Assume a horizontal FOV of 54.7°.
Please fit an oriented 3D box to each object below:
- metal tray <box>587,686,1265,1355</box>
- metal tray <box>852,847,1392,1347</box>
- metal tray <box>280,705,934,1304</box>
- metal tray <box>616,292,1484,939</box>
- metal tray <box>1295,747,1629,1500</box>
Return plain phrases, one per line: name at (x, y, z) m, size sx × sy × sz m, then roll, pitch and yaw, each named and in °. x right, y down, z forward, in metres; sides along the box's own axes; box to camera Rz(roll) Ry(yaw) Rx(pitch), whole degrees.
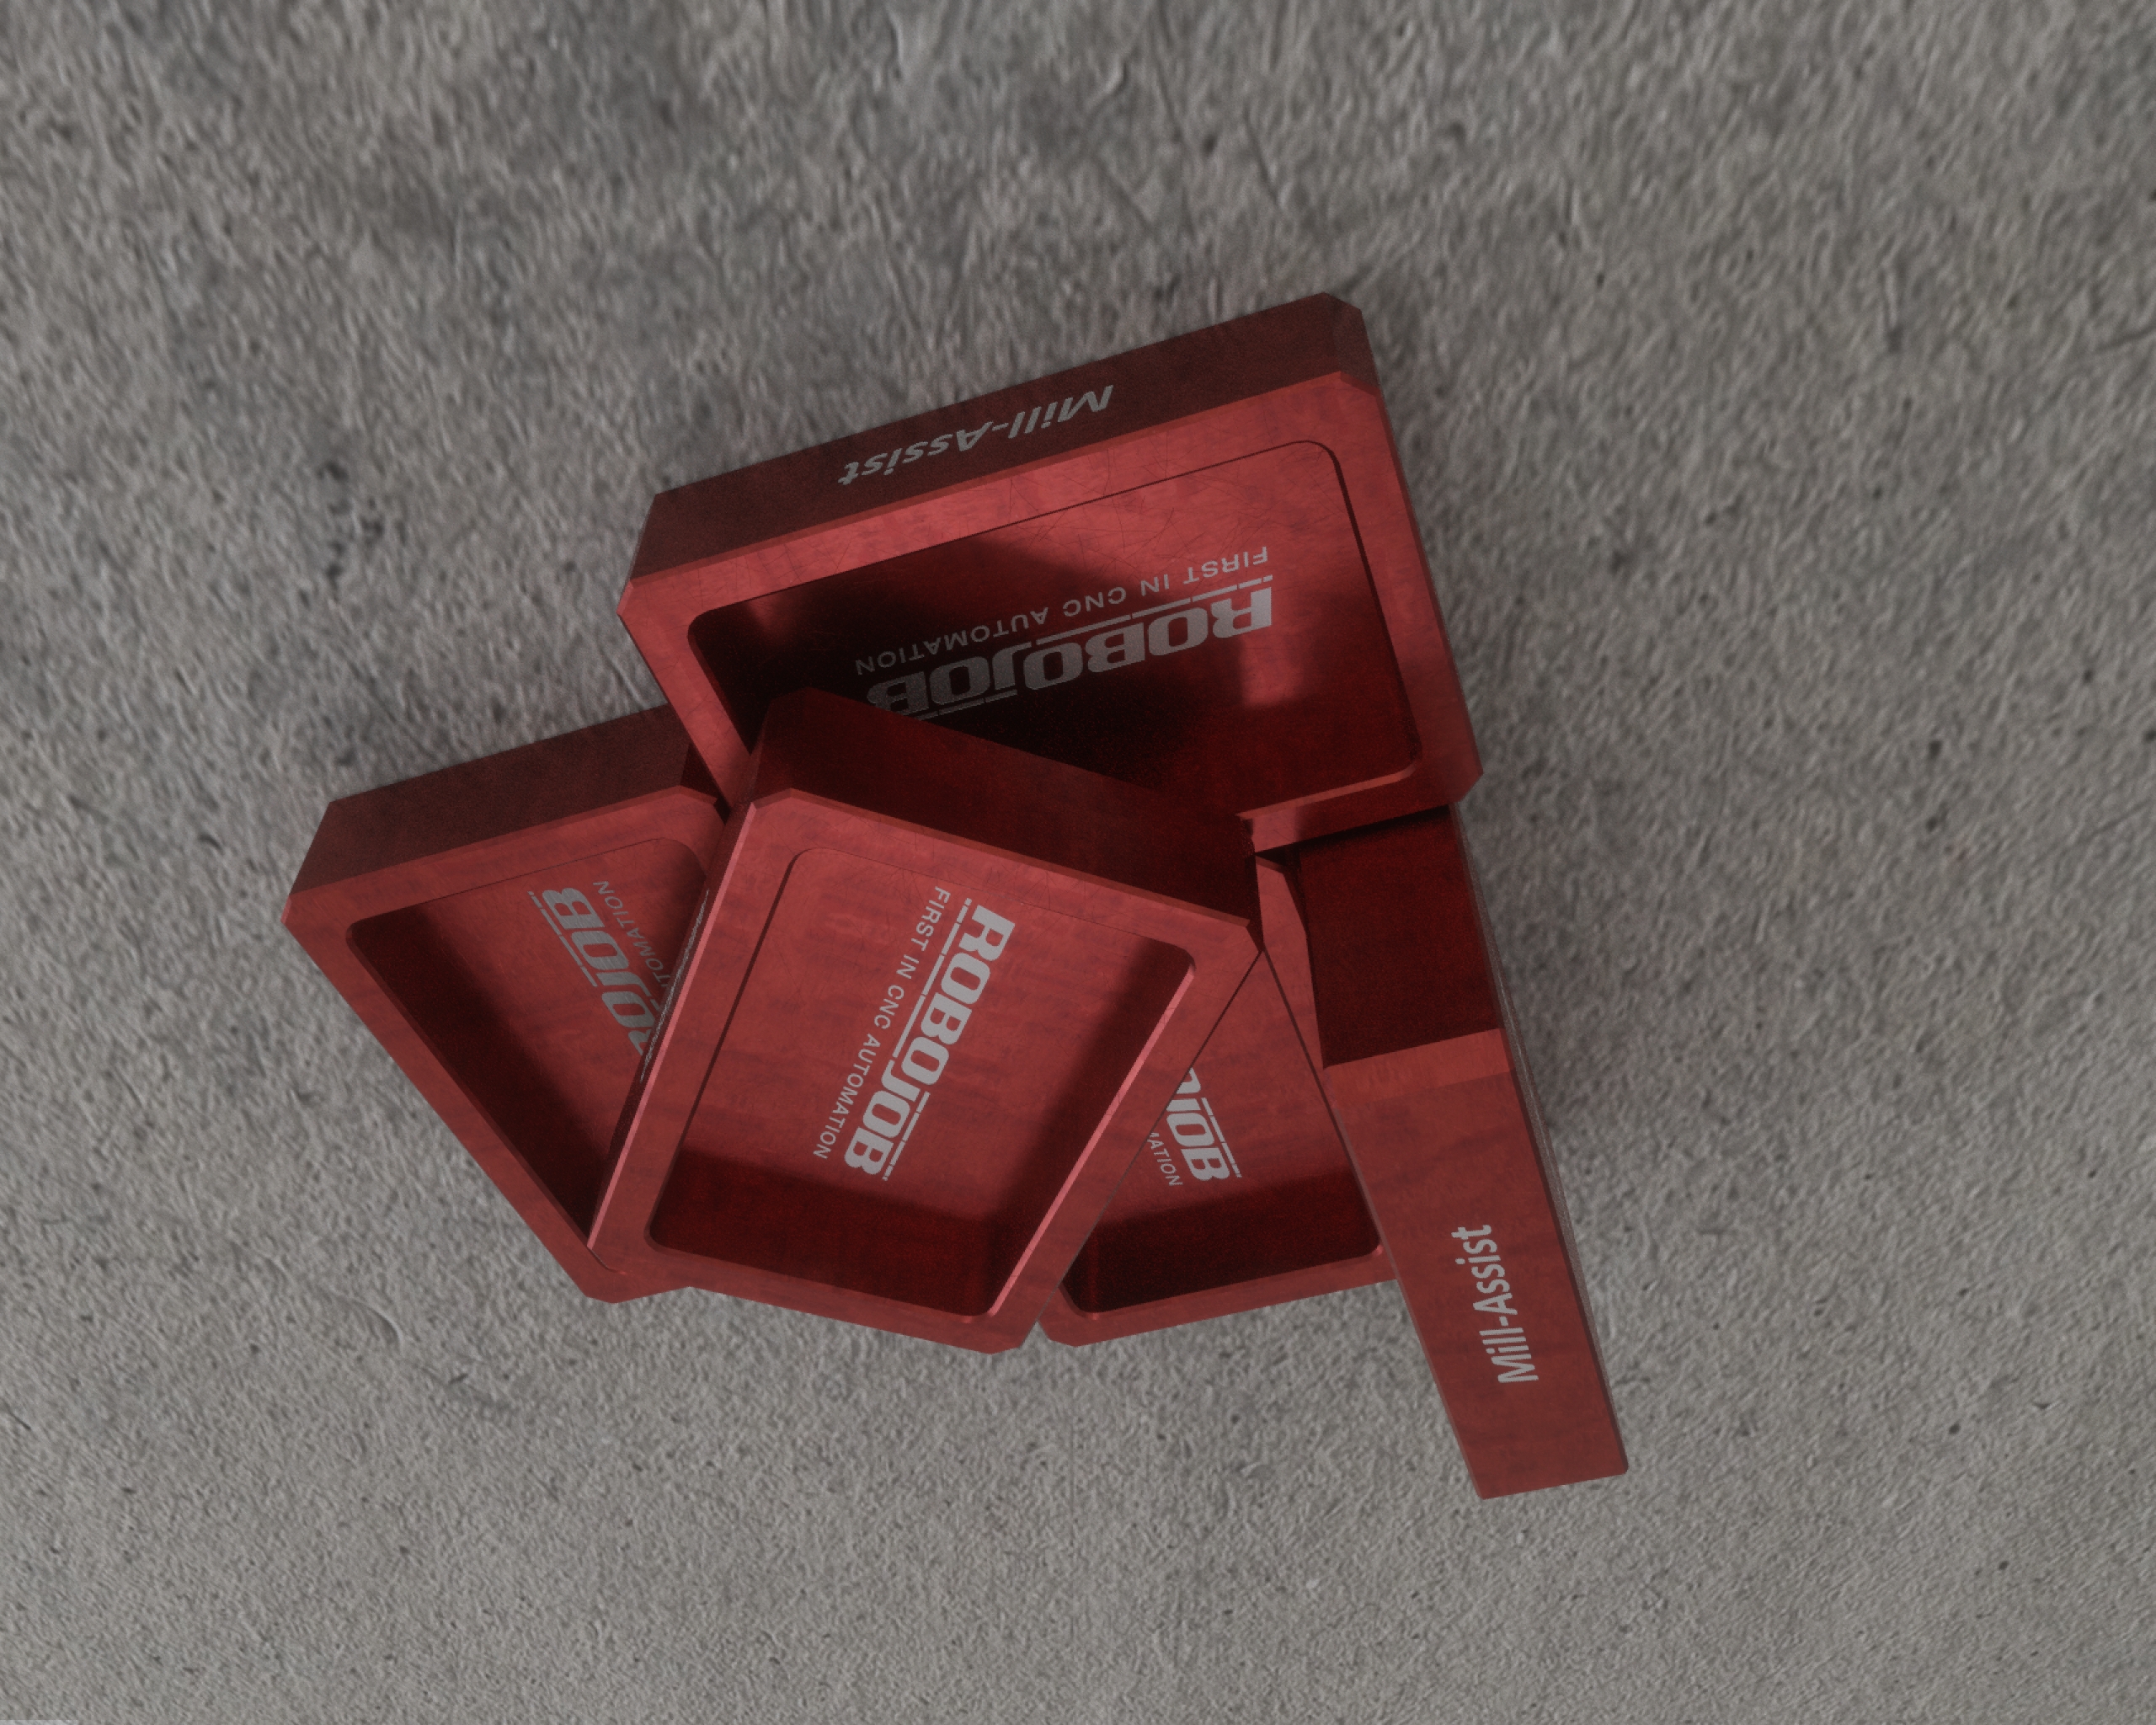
metal tray at (-0.032, 0.036, 0.393) m, size 0.091 × 0.030 × 0.129 m, roll 16°, pitch 128°, yaw -14°
metal tray at (0.016, 0.046, 0.442) m, size 0.090 × 0.030 × 0.130 m, roll -15°, pitch 129°, yaw 12°
metal tray at (-0.088, 0.034, 0.431) m, size 0.090 × 0.030 × 0.130 m, roll -15°, pitch 129°, yaw 12°
metal tray at (-0.002, -0.038, 0.371) m, size 0.130 × 0.030 × 0.090 m, roll -14°, pitch 129°, yaw 11°
metal tray at (0.075, 0.051, 0.408) m, size 0.030 × 0.090 × 0.130 m, roll -14°, pitch 129°, yaw 12°
